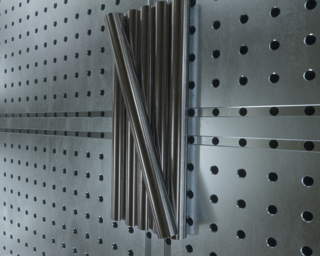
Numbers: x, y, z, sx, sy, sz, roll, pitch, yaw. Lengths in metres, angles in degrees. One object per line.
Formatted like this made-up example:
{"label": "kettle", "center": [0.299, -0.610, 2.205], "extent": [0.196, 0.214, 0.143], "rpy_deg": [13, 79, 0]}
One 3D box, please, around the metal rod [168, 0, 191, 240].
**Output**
{"label": "metal rod", "center": [0.024, -0.012, 0.391], "extent": [0.025, 0.025, 0.298], "rpy_deg": [2, 91, 40]}

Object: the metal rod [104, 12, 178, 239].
{"label": "metal rod", "center": [-0.028, -0.013, 0.401], "extent": [0.025, 0.025, 0.299], "rpy_deg": [-24, 75, 37]}

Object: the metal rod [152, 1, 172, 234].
{"label": "metal rod", "center": [0.004, -0.013, 0.408], "extent": [0.025, 0.025, 0.298], "rpy_deg": [1, 91, 40]}

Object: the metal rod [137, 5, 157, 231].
{"label": "metal rod", "center": [-0.017, -0.013, 0.423], "extent": [0.025, 0.025, 0.298], "rpy_deg": [1, 91, 40]}

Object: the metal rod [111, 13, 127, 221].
{"label": "metal rod", "center": [-0.058, -0.015, 0.457], "extent": [0.025, 0.025, 0.298], "rpy_deg": [1, 91, 40]}

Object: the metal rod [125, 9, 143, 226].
{"label": "metal rod", "center": [-0.035, -0.014, 0.439], "extent": [0.025, 0.025, 0.298], "rpy_deg": [1, 91, 40]}
